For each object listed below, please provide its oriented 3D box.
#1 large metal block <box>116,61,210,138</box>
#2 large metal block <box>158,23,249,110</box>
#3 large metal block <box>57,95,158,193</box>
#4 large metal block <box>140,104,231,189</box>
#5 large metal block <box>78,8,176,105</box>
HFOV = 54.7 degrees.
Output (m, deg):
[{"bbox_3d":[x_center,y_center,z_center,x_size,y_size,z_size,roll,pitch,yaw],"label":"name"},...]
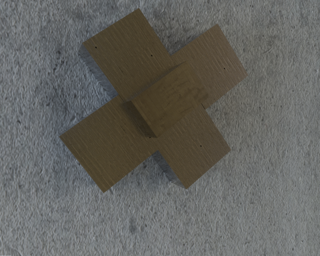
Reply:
[{"bbox_3d":[0.000,-0.033,0.382,0.080,0.080,0.050,-38,103,-16],"label":"large metal block"},{"bbox_3d":[0.057,-0.079,0.418,0.080,0.050,0.080,-38,103,-16],"label":"large metal block"},{"bbox_3d":[-0.064,0.017,0.373,0.080,0.050,0.080,-38,103,-16],"label":"large metal block"},{"bbox_3d":[0.032,0.020,0.409,0.080,0.050,0.080,-38,103,-16],"label":"large metal block"},{"bbox_3d":[-0.041,-0.085,0.382,0.080,0.050,0.080,-38,103,-16],"label":"large metal block"}]
